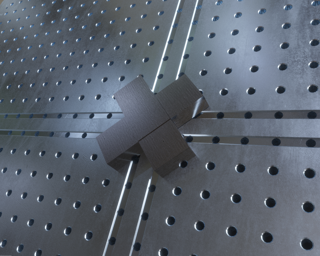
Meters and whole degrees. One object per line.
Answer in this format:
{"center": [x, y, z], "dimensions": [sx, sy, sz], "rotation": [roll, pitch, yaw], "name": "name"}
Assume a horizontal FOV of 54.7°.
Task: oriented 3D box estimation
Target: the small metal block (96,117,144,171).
{"center": [-0.053, 0.021, 0.421], "dimensions": [0.050, 0.025, 0.050], "rotation": [-35, 51, 4], "name": "small metal block"}

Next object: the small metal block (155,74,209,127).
{"center": [0.029, -0.037, 0.414], "dimensions": [0.050, 0.025, 0.050], "rotation": [-35, 51, 4], "name": "small metal block"}

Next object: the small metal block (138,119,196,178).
{"center": [0.008, 0.025, 0.387], "dimensions": [0.050, 0.025, 0.050], "rotation": [-35, 51, 4], "name": "small metal block"}

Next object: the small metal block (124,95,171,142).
{"center": [-0.013, -0.008, 0.417], "dimensions": [0.050, 0.025, 0.050], "rotation": [-35, 51, 4], "name": "small metal block"}

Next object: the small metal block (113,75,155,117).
{"center": [-0.033, -0.041, 0.449], "dimensions": [0.050, 0.025, 0.050], "rotation": [-35, 51, 4], "name": "small metal block"}
